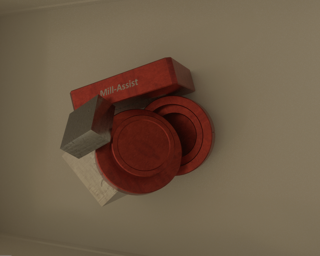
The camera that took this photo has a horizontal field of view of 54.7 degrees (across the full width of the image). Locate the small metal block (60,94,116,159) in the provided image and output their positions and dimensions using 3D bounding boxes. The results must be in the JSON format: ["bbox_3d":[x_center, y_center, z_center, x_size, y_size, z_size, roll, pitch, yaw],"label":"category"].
[{"bbox_3d":[-0.078,-0.001,0.337,0.050,0.025,0.050,-28,42,30],"label":"small metal block"}]

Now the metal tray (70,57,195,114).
[{"bbox_3d":[-0.031,-0.045,0.384,0.130,0.090,0.030,-16,86,19],"label":"metal tray"}]

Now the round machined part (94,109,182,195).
[{"bbox_3d":[-0.022,0.024,0.345,0.099,0.042,0.098,5,71,-14],"label":"round machined part"}]

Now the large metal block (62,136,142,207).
[{"bbox_3d":[-0.063,0.046,0.401,0.050,0.080,0.080,-46,76,14],"label":"large metal block"}]

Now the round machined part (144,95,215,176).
[{"bbox_3d":[0.021,0.009,0.393,0.098,0.042,0.097,0,90,19],"label":"round machined part"}]
